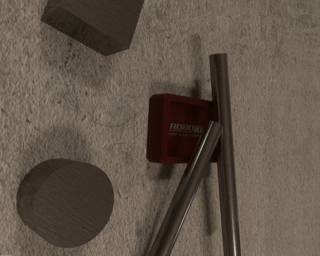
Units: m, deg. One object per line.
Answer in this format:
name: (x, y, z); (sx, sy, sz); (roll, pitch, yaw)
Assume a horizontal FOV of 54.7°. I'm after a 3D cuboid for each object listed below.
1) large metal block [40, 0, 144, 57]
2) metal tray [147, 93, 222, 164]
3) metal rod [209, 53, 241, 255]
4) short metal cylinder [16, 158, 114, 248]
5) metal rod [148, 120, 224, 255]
large metal block: (-0.068, -0.135, 0.333); (0.080, 0.050, 0.080); (24, 75, -38)
metal tray: (0.044, 0.004, 0.440); (0.131, 0.030, 0.089); (5, 87, -40)
metal rod: (0.095, 0.045, 0.447); (0.025, 0.025, 0.298); (-9, 96, -40)
short metal cylinder: (-0.094, 0.072, 0.311); (0.081, 0.050, 0.079); (0, 90, -40)
metal rod: (0.013, 0.129, 0.393); (0.025, 0.025, 0.299); (32, 78, -36)
